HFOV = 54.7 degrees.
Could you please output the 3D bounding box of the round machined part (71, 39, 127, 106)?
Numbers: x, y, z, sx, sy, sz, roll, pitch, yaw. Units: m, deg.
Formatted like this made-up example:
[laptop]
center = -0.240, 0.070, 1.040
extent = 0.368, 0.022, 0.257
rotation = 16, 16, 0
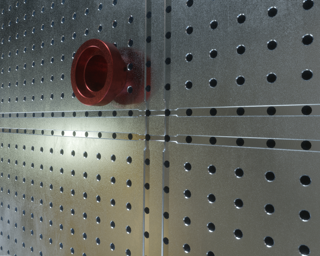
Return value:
[round machined part]
center = -0.089, -0.082, 0.469
extent = 0.098, 0.042, 0.097
rotation = 0, 90, 39
